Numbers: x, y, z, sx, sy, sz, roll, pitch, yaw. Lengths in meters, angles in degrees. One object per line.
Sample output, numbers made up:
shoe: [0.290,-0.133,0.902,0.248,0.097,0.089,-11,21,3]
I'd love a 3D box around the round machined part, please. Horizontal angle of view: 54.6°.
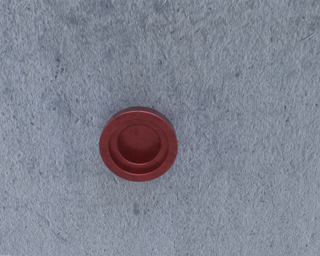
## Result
round machined part: [-0.027,0.018,0.407,0.099,0.042,0.097,0,110,0]
